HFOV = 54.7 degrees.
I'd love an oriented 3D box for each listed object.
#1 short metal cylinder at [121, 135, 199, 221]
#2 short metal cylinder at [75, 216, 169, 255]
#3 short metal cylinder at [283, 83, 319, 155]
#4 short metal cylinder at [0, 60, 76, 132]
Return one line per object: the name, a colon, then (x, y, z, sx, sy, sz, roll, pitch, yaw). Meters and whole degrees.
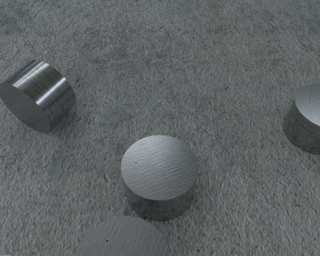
short metal cylinder: (0.000, 0.055, 0.341, 0.080, 0.050, 0.080, 0, 50, 0)
short metal cylinder: (-0.032, 0.128, 0.279, 0.080, 0.050, 0.080, 0, 50, 0)
short metal cylinder: (0.207, -0.012, 0.398, 0.080, 0.050, 0.080, 0, 50, 0)
short metal cylinder: (-0.157, -0.040, 0.400, 0.080, 0.080, 0.050, 23, 54, 18)
